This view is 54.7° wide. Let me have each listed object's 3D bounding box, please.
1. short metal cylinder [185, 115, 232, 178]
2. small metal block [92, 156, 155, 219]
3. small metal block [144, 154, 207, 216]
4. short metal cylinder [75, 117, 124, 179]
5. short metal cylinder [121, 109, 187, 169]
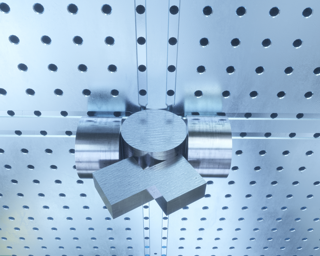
[{"bbox_3d":[0.058,0.024,0.395,0.050,0.080,0.079,1,130,0],"label":"short metal cylinder"},{"bbox_3d":[-0.040,0.064,0.343,0.050,0.050,0.025,-21,135,-24],"label":"small metal block"},{"bbox_3d":[0.016,0.062,0.347,0.050,0.050,0.025,-20,135,-24],"label":"small metal block"},{"bbox_3d":[-0.073,0.025,0.395,0.050,0.080,0.079,1,130,-1],"label":"short metal cylinder"},{"bbox_3d":[-0.007,0.020,0.392,0.081,0.080,0.050,1,130,-1],"label":"short metal cylinder"}]
